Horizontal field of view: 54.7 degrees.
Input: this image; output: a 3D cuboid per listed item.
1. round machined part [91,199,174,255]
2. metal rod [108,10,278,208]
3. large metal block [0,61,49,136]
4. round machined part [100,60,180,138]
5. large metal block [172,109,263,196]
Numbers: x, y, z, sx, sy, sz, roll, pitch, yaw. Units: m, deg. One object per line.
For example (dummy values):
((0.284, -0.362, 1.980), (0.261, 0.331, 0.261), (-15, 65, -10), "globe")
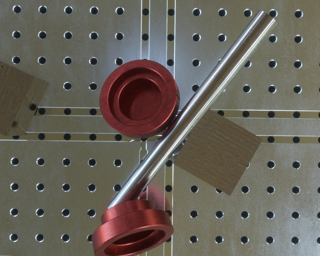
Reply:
((-0.036, 0.124, 0.386), (0.098, 0.098, 0.042), (-22, 55, 0), "round machined part")
((0.029, -0.005, 0.373), (0.025, 0.025, 0.299), (37, 105, 0), "metal rod")
((-0.205, -0.043, 0.399), (0.080, 0.050, 0.080), (25, 90, 0), "large metal block")
((-0.023, -0.034, 0.394), (0.098, 0.042, 0.098), (-3, 74, 13), "round machined part")
((0.071, 0.028, 0.401), (0.080, 0.050, 0.080), (30, 90, -1), "large metal block")
